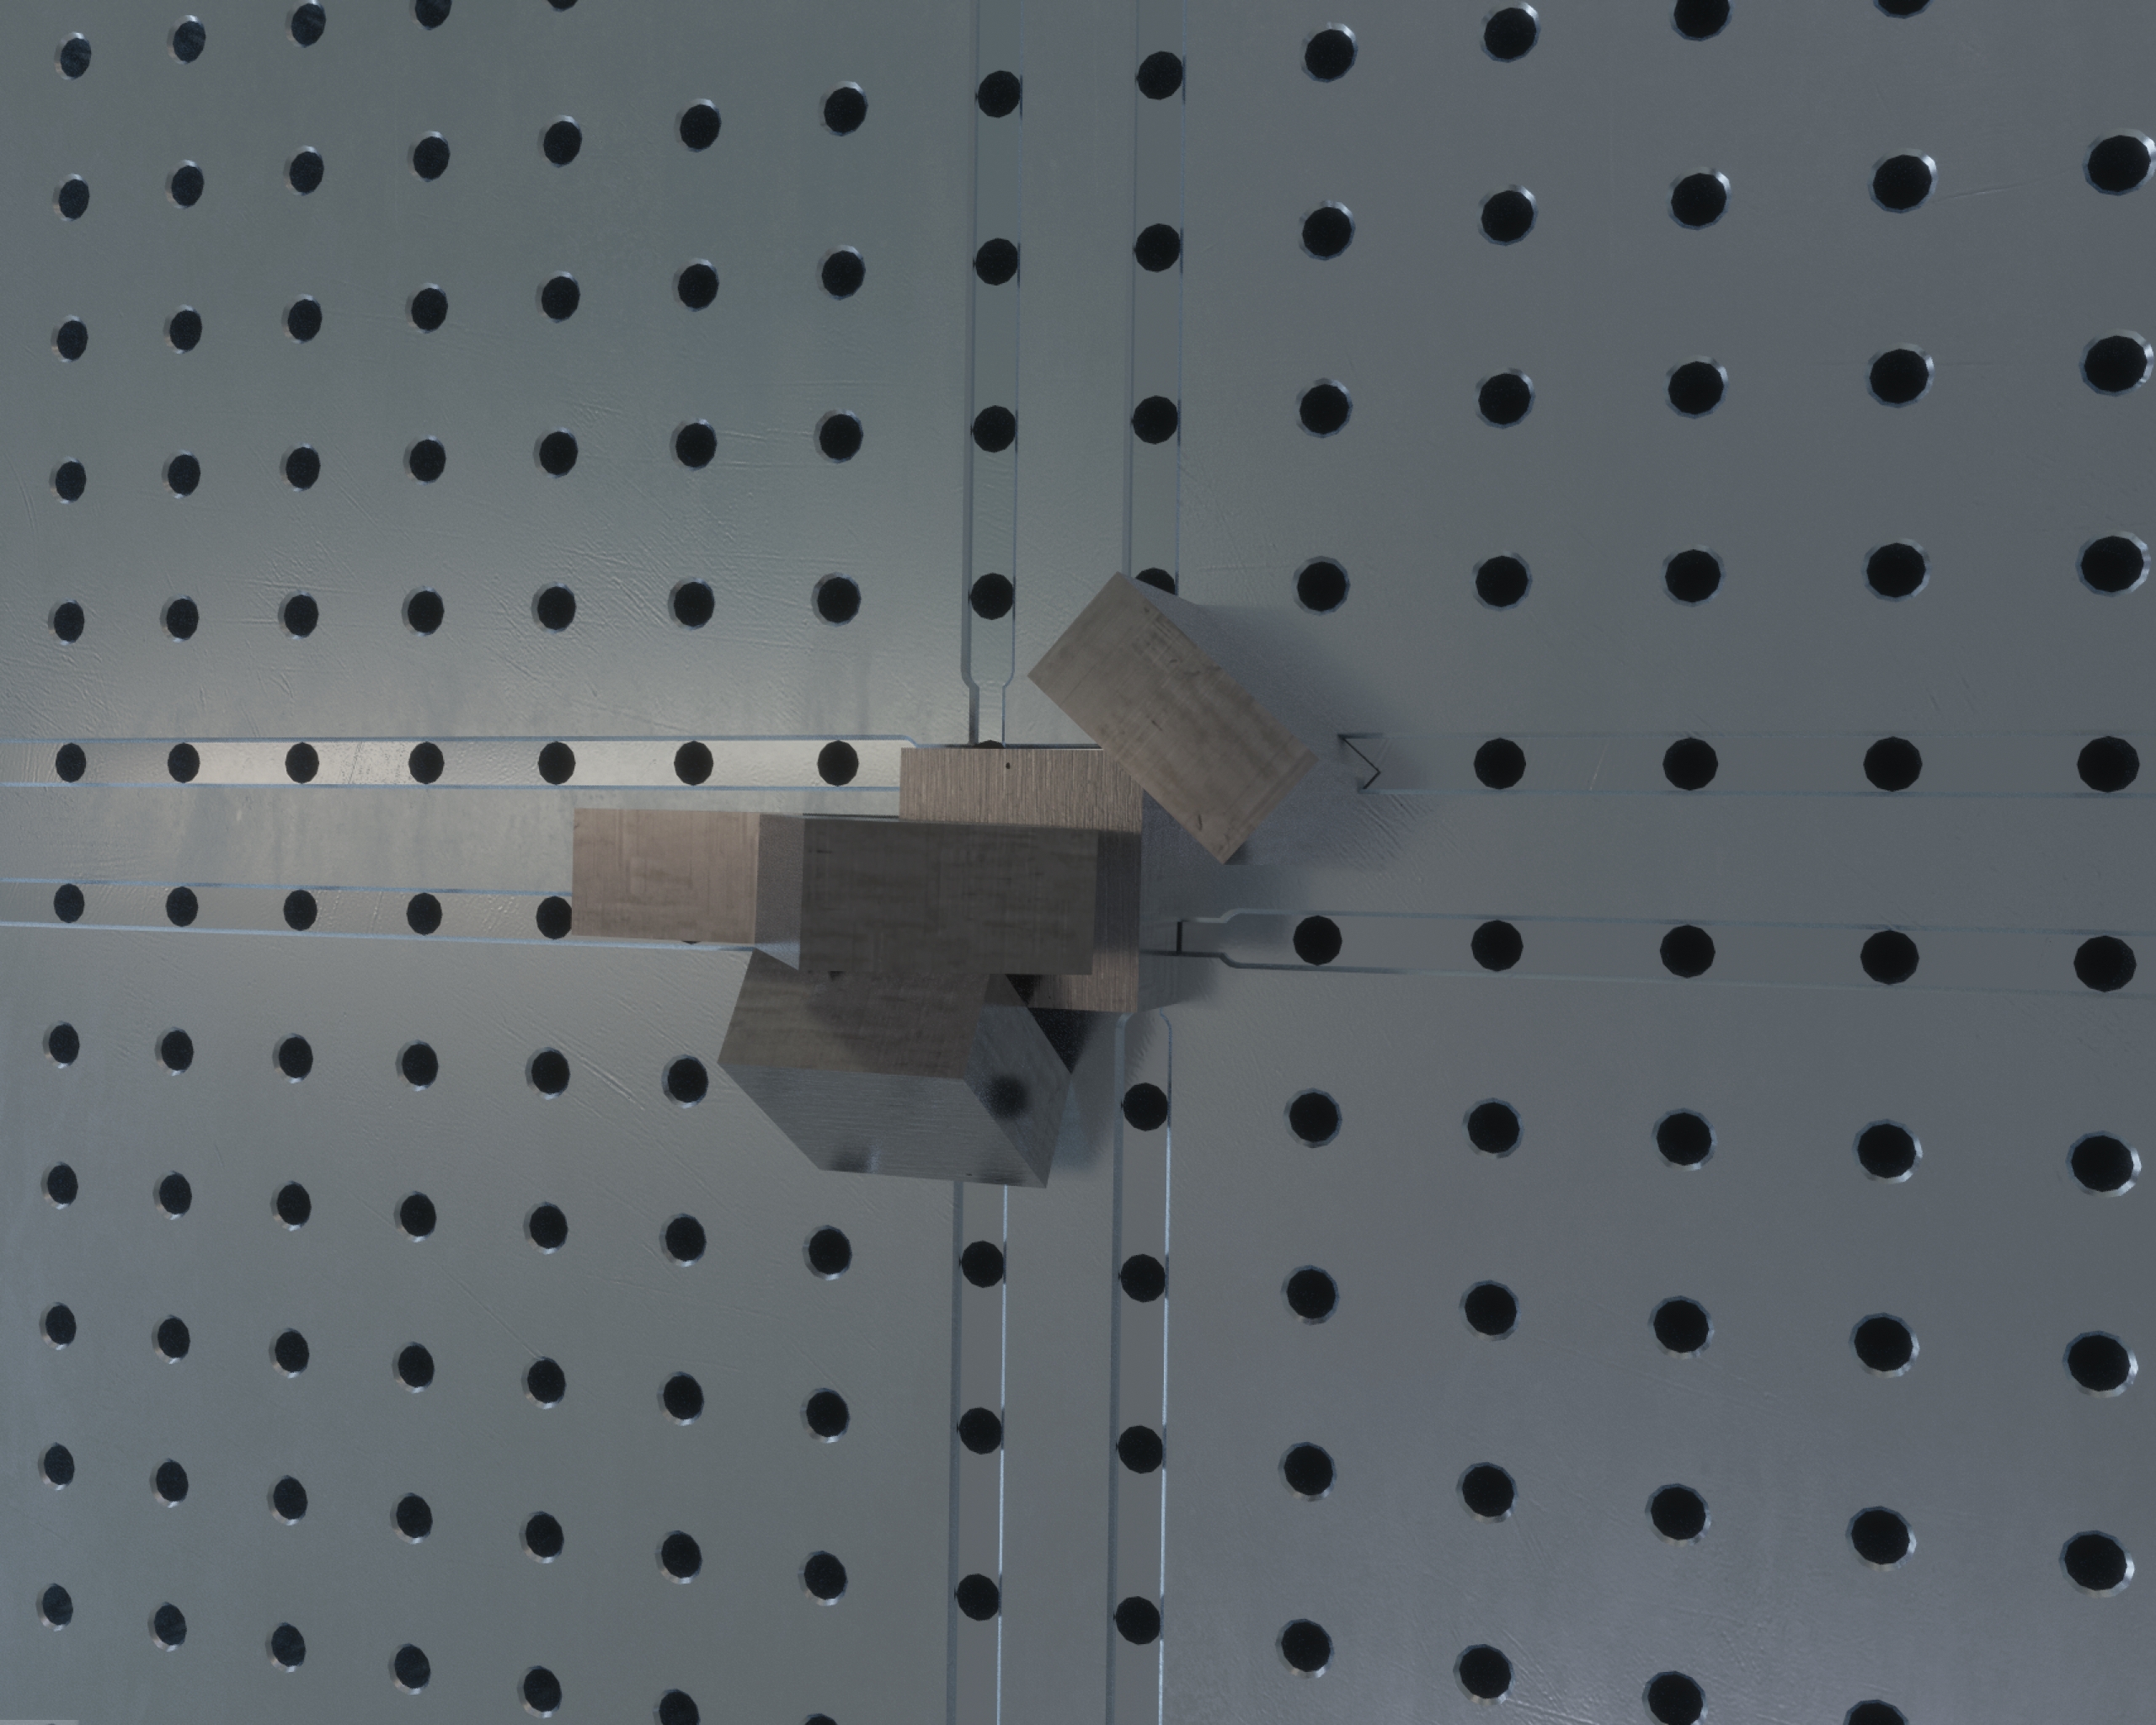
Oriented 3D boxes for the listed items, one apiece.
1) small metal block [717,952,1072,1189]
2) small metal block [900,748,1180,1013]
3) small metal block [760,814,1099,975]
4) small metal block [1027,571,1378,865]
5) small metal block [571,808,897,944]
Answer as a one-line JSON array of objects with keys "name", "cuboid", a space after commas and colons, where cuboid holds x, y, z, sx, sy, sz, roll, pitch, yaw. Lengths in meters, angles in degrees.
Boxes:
[{"name": "small metal block", "cuboid": [-0.034, 0.041, 0.409, 0.050, 0.050, 0.025, 1, 59, 20]}, {"name": "small metal block", "cuboid": [-0.008, 0.003, 0.416, 0.050, 0.025, 0.050, 2, 90, 19]}, {"name": "small metal block", "cuboid": [-0.028, 0.005, 0.372, 0.050, 0.050, 0.025, 2, 92, -17]}, {"name": "small metal block", "cuboid": [0.025, -0.026, 0.391, 0.050, 0.050, 0.025, 45, 103, 14]}, {"name": "small metal block", "cuboid": [-0.066, 0.002, 0.423, 0.050, 0.050, 0.025, 2, 91, 20]}]
